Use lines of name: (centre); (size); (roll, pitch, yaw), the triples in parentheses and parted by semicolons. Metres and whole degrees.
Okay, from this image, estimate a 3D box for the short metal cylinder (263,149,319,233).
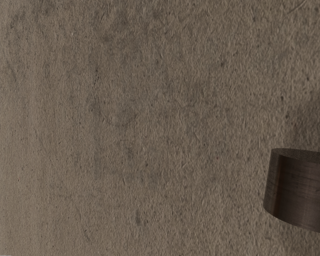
short metal cylinder: (0.132, 0.049, 0.260); (0.080, 0.081, 0.050); (11, 97, 39)
